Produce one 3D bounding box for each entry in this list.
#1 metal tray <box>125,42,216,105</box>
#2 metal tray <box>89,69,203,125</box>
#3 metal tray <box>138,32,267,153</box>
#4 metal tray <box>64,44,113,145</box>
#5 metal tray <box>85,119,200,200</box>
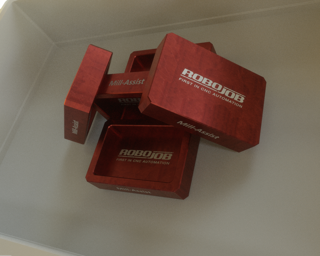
[{"bbox_3d":[0.010,-0.071,0.439,0.130,0.030,0.090,0,62,27],"label":"metal tray"},{"bbox_3d":[-0.020,-0.032,0.392,0.130,0.090,0.030,1,62,28],"label":"metal tray"},{"bbox_3d":[0.051,-0.037,0.341,0.030,0.131,0.090,-40,31,61],"label":"metal tray"},{"bbox_3d":[-0.100,-0.040,0.422,0.030,0.129,0.090,19,65,-9],"label":"metal tray"},{"bbox_3d":[-0.022,0.035,0.388,0.130,0.030,0.090,1,62,28],"label":"metal tray"}]
